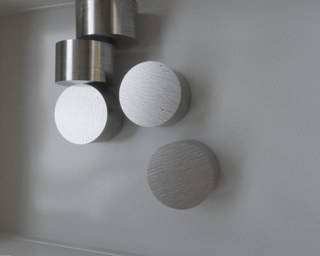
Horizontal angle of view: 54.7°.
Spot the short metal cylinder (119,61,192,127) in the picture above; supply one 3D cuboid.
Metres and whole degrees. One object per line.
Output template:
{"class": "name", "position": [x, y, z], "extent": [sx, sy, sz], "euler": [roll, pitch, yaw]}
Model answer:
{"class": "short metal cylinder", "position": [-0.005, -0.041, 0.398], "extent": [0.080, 0.050, 0.079], "euler": [0, 90, 19]}

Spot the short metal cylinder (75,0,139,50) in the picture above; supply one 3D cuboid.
{"class": "short metal cylinder", "position": [-0.069, -0.136, 0.404], "extent": [0.080, 0.080, 0.050], "euler": [-1, 90, 19]}

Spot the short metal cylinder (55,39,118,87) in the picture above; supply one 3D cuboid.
{"class": "short metal cylinder", "position": [-0.098, -0.083, 0.414], "extent": [0.080, 0.080, 0.050], "euler": [1, 90, 19]}

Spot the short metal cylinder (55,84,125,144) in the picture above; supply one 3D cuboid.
{"class": "short metal cylinder", "position": [-0.096, -0.019, 0.430], "extent": [0.080, 0.050, 0.079], "euler": [0, 90, 19]}

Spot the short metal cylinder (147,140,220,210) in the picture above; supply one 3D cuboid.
{"class": "short metal cylinder", "position": [0.031, 0.056, 0.386], "extent": [0.080, 0.050, 0.079], "euler": [0, 90, 19]}
